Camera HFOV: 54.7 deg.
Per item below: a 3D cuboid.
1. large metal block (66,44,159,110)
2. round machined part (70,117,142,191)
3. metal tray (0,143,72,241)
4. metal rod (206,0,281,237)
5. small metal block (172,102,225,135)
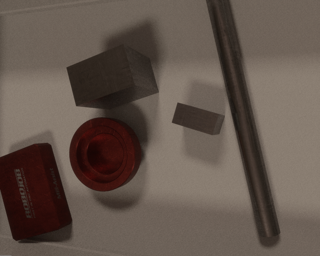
[{"bbox_3d":[-0.058,-0.061,0.401,0.080,0.080,0.050,-17,85,19],"label":"large metal block"},{"bbox_3d":[-0.070,0.034,0.425,0.098,0.042,0.097,0,90,19],"label":"round machined part"},{"bbox_3d":[-0.196,0.097,0.475,0.090,0.030,0.129,-20,84,18],"label":"metal tray"},{"bbox_3d":[0.099,-0.022,0.375,0.025,0.025,0.298,-13,86,19],"label":"metal rod"},{"bbox_3d":[0.048,-0.011,0.380,0.050,0.050,0.025,18,96,19],"label":"small metal block"}]
